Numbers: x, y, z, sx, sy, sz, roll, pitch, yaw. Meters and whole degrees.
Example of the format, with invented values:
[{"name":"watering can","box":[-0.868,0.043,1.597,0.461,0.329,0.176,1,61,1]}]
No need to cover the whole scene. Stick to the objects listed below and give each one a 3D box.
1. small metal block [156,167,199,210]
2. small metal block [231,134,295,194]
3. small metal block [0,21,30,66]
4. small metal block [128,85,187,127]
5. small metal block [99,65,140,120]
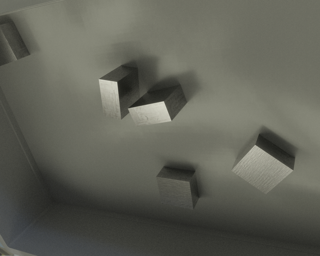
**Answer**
[{"name":"small metal block","box":[0.026,0.086,0.448,0.050,0.025,0.050,4,121,26]},{"name":"small metal block","box":[0.123,0.044,0.371,0.050,0.025,0.050,35,129,5]},{"name":"small metal block","box":[-0.227,-0.122,0.453,0.050,0.025,0.050,-7,115,31]},{"name":"small metal block","box":[-0.002,-0.027,0.377,0.050,0.050,0.025,-8,114,32]},{"name":"small metal block","box":[-0.049,-0.046,0.390,0.025,0.050,0.050,12,124,22]}]
